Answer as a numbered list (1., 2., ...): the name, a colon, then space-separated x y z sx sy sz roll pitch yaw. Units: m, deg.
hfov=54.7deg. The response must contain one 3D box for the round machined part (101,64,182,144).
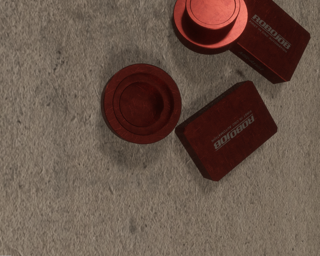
1. round machined part: -0.026 -0.029 0.391 0.099 0.042 0.097 0 90 -21

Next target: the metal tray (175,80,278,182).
1. metal tray: 0.097 0.003 0.444 0.131 0.030 0.090 -36 102 -17

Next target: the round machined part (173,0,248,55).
1. round machined part: 0.067 -0.150 0.406 0.099 0.042 0.098 0 78 1

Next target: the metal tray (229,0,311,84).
1. metal tray: 0.157 -0.138 0.466 0.130 0.030 0.090 32 80 -18
